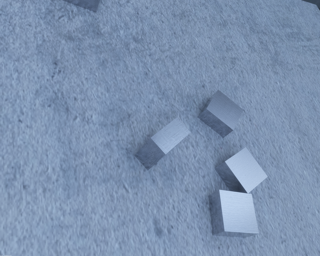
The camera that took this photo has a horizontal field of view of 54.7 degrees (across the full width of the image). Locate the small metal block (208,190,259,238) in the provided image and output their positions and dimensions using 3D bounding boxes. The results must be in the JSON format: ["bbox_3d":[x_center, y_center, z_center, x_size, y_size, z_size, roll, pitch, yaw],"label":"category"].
[{"bbox_3d":[0.092,0.108,0.389,0.050,0.025,0.050,12,57,-22],"label":"small metal block"}]

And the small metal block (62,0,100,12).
[{"bbox_3d":[-0.111,-0.206,0.454,0.050,0.050,0.025,13,56,-21],"label":"small metal block"}]

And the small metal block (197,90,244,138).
[{"bbox_3d":[0.092,-0.022,0.469,0.050,0.025,0.050,38,51,-3],"label":"small metal block"}]

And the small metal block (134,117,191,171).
[{"bbox_3d":[0.003,0.020,0.379,0.025,0.050,0.050,48,51,5],"label":"small metal block"}]

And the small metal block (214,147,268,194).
[{"bbox_3d":[0.113,0.062,0.429,0.050,0.025,0.050,-26,76,-37],"label":"small metal block"}]
